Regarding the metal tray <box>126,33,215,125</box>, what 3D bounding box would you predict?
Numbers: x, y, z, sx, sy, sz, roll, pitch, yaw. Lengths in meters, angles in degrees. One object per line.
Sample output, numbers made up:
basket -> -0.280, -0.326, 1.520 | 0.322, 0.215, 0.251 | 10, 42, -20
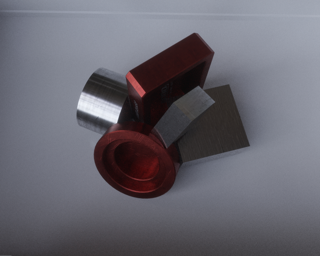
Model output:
metal tray -> 0.010, -0.045, 0.369 | 0.090, 0.130, 0.030 | -33, 75, -12

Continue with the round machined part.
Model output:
round machined part -> -0.024, 0.033, 0.367 | 0.098, 0.097, 0.042 | 19, 36, 6

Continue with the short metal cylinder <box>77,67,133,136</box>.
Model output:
short metal cylinder -> -0.061, -0.030, 0.389 | 0.050, 0.080, 0.080 | 21, 71, 7

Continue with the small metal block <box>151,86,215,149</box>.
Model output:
small metal block -> 0.024, -0.012, 0.327 | 0.025, 0.050, 0.050 | 46, 44, 7

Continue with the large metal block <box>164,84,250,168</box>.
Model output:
large metal block -> 0.055, -0.001, 0.388 | 0.081, 0.050, 0.080 | -13, 75, -5
